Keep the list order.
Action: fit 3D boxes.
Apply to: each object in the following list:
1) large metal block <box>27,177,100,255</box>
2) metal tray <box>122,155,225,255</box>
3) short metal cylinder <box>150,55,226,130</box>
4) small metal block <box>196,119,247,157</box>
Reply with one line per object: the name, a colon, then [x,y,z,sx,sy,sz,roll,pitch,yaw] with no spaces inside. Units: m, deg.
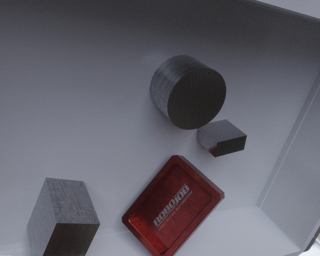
large metal block: [-0.122,0.120,0.381,0.050,0.080,0.080,14,111,-34]
metal tray: [0.017,0.115,0.446,0.130,0.090,0.030,-52,159,8]
short metal cylinder: [0.034,-0.044,0.385,0.081,0.050,0.079,-14,125,-21]
small metal block: [0.089,0.014,0.452,0.050,0.050,0.025,-12,124,-23]
